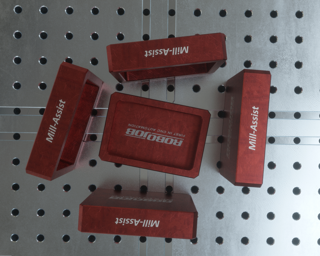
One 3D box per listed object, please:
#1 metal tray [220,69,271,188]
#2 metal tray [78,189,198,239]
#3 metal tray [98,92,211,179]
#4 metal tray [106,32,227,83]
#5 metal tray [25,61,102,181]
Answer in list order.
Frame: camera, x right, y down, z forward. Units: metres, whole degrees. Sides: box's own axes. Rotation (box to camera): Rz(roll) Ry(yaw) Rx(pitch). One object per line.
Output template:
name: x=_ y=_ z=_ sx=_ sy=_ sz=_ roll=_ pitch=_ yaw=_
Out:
metal tray: x=0.102 y=0.000 z=0.381 sx=0.030 sy=0.090 sz=0.129 roll=5 pitch=90 yaw=0
metal tray: x=-0.024 y=0.102 z=0.381 sx=0.131 sy=0.090 sz=0.030 roll=4 pitch=90 yaw=0
metal tray: x=-0.007 y=0.009 z=0.410 sx=0.131 sy=0.030 sz=0.090 roll=11 pitch=90 yaw=-1
metal tray: x=0.008 y=-0.083 z=0.380 sx=0.131 sy=0.090 sz=0.030 roll=-6 pitch=90 yaw=0
metal tray: x=-0.113 y=-0.008 z=0.380 sx=0.030 sy=0.090 sz=0.129 roll=18 pitch=90 yaw=0
